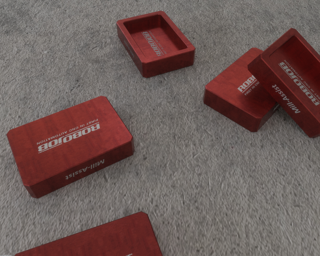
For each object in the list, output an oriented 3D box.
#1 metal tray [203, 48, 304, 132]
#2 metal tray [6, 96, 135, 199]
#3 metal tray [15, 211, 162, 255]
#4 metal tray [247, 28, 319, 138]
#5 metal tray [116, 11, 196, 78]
[{"bbox_3d":[0.137,-0.061,0.452,0.090,0.030,0.131,35,58,26],"label":"metal tray"},{"bbox_3d":[-0.109,0.018,0.384,0.131,0.030,0.090,-24,54,-19],"label":"metal tray"},{"bbox_3d":[-0.060,0.141,0.281,0.131,0.030,0.090,-16,52,-13],"label":"metal tray"},{"bbox_3d":[0.191,-0.062,0.417,0.090,0.030,0.130,-40,87,-28],"label":"metal tray"},{"bbox_3d":[-0.010,-0.145,0.521,0.091,0.030,0.130,-19,53,-15],"label":"metal tray"}]
